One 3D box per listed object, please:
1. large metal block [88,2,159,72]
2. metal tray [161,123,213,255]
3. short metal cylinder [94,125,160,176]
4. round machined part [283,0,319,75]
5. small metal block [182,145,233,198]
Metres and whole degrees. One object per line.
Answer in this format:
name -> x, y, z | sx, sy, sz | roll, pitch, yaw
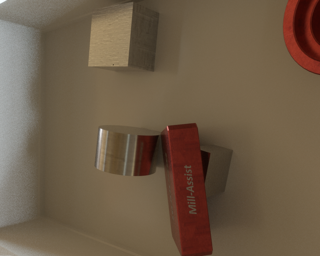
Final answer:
large metal block -> -0.051, -0.122, 0.431 | 0.080, 0.050, 0.079 | 9, 96, 39
metal tray -> 0.026, 0.064, 0.344 | 0.030, 0.090, 0.129 | -6, 85, -5
short metal cylinder -> -0.042, 0.027, 0.404 | 0.080, 0.081, 0.050 | 12, 98, 39
round machined part -> 0.157, -0.091, 0.254 | 0.098, 0.042, 0.097 | 10, 102, 56
small metal block -> 0.054, 0.047, 0.345 | 0.025, 0.050, 0.050 | 16, 100, 38
